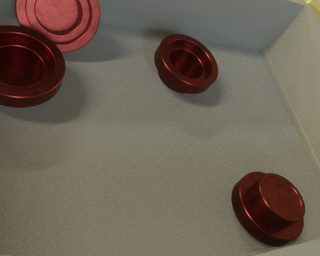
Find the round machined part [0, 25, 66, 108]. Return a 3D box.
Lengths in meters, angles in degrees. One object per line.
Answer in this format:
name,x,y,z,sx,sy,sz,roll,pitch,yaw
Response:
round machined part,-0.161,-0.064,0.348,0.099,0.042,0.098,14,56,-21

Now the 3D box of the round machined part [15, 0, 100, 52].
round machined part,-0.129,-0.149,0.394,0.099,0.097,0.042,4,23,-27

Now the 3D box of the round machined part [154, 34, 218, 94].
round machined part,0.036,-0.092,0.472,0.099,0.042,0.098,14,56,-21

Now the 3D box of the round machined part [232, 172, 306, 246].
round machined part,0.148,0.099,0.406,0.099,0.042,0.098,16,45,-16
